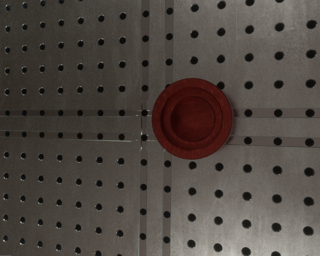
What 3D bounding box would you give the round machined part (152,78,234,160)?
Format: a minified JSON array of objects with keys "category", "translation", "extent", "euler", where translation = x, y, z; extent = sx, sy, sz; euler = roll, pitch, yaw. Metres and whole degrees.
[{"category":"round machined part","translation":[0.043,-0.011,0.388],"extent":[0.098,0.042,0.097],"euler":[0,90,19]}]
